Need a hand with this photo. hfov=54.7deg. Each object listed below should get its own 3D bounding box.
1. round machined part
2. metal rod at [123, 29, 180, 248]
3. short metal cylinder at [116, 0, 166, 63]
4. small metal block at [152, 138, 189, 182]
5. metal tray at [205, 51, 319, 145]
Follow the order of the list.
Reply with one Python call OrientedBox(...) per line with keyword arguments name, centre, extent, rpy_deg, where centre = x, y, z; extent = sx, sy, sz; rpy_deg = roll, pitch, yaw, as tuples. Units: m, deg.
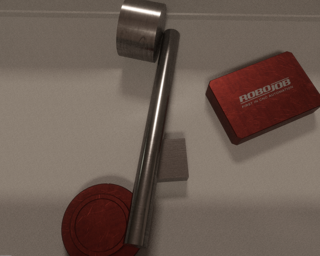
OrientedBox(name="round machined part", centre=(-0.065, 0.113, 0.359), extent=(0.099, 0.042, 0.098), rpy_deg=(0, 70, -1))
OrientedBox(name="metal rod", centre=(-0.004, -0.009, 0.389), extent=(0.025, 0.025, 0.300), rpy_deg=(8, 61, 2))
OrientedBox(name="short metal cylinder", centre=(-0.024, -0.135, 0.430), extent=(0.050, 0.080, 0.080), rpy_deg=(12, 71, 4))
OrientedBox(name="small metal block", centre=(0.008, 0.042, 0.394), extent=(0.050, 0.025, 0.050), rpy_deg=(-4, 70, -2))
OrientedBox(name="metal tray", centre=(0.141, -0.042, 0.424), extent=(0.131, 0.030, 0.090), rpy_deg=(-22, 72, -8))
